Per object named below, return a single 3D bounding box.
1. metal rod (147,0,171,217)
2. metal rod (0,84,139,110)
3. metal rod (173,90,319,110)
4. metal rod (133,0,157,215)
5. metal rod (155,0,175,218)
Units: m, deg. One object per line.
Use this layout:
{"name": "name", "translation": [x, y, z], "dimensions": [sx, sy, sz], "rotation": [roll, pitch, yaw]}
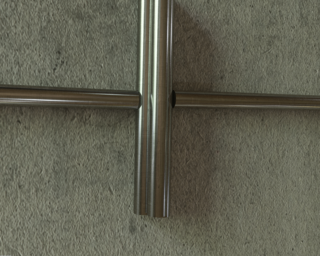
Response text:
{"name": "metal rod", "translation": [-0.001, -0.040, 0.389], "dimensions": [0.025, 0.025, 0.298], "rotation": [1, 90, -20]}
{"name": "metal rod", "translation": [-0.172, -0.037, 0.346], "dimensions": [0.303, 0.025, 0.025], "rotation": [0, 90, -21]}
{"name": "metal rod", "translation": [0.158, -0.040, 0.470], "dimensions": [0.303, 0.025, 0.025], "rotation": [-1, 90, -21]}
{"name": "metal rod", "translation": [-0.019, -0.039, 0.405], "dimensions": [0.025, 0.025, 0.298], "rotation": [1, 90, -20]}
{"name": "metal rod", "translation": [0.004, -0.033, 0.414], "dimensions": [0.025, 0.025, 0.298], "rotation": [1, 90, -20]}
